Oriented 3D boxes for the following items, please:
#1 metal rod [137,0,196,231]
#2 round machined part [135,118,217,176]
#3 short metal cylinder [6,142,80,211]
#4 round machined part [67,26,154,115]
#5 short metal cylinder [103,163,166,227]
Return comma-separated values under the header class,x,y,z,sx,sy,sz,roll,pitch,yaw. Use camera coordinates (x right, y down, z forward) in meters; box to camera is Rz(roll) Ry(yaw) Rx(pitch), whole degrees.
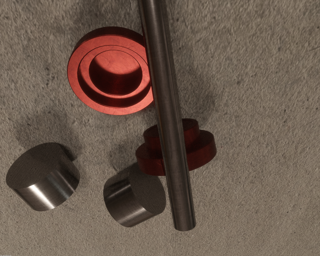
class,x,y,z,sx,sy,sz,roll,pitch,yaw
metal rod,0.005,-0.034,0.301,0.025,0.025,0.298,-7,106,6
round machined part,0.017,0.018,0.381,0.098,0.098,0.042,-11,105,9
short metal cylinder,-0.159,0.066,0.425,0.080,0.080,0.050,-15,129,11
round machined part,-0.047,-0.065,0.340,0.099,0.042,0.097,-1,130,0
short metal cylinder,-0.036,0.098,0.454,0.050,0.080,0.080,-32,123,24
